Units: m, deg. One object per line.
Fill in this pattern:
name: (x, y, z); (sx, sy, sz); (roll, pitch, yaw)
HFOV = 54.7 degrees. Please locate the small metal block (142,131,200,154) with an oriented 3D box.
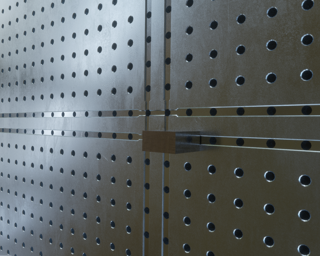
small metal block: (0.014, 0.016, 0.380); (0.050, 0.050, 0.025); (2, 91, 39)
